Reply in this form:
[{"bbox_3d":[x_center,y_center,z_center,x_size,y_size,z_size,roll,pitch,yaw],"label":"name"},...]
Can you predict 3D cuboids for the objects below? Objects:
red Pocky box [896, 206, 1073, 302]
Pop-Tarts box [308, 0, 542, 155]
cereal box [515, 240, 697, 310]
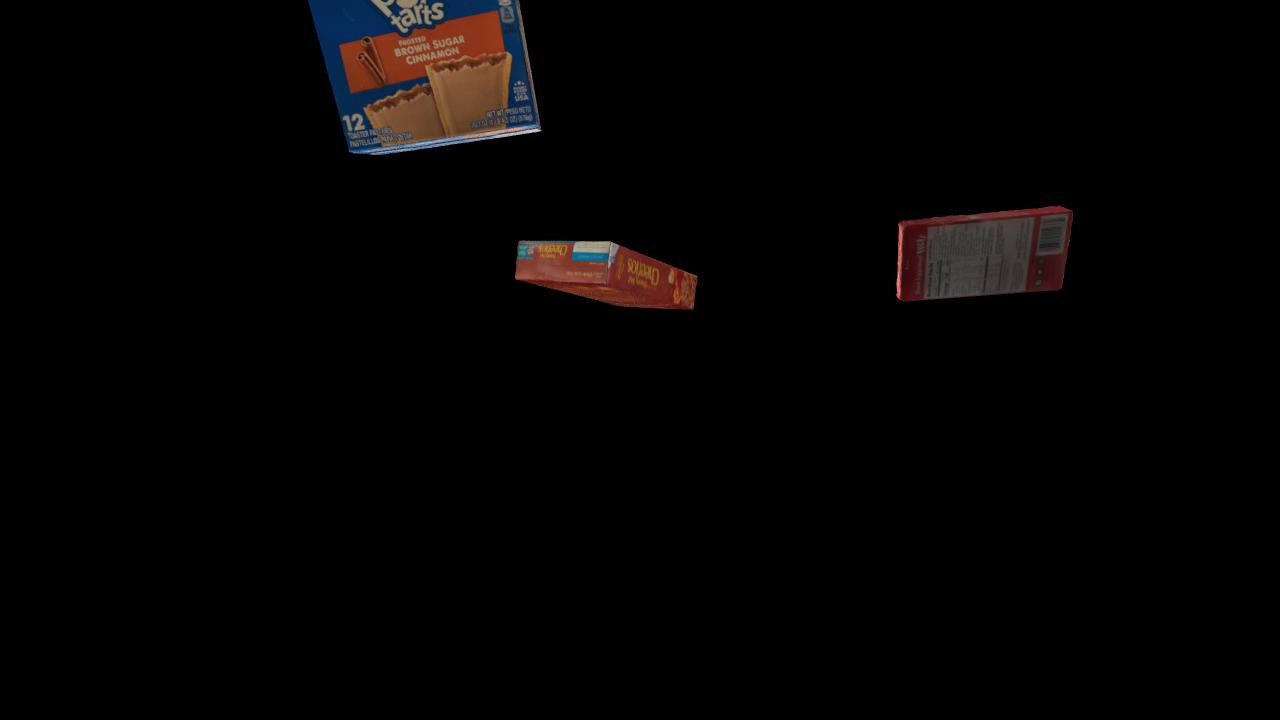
[{"bbox_3d":[0.343,-0.107,0.623,0.155,0.083,0.028,-3,25,10],"label":"red Pocky box"},{"bbox_3d":[-0.185,-0.269,0.553,0.167,0.141,0.083,-10,17,-5],"label":"Pop-Tarts box"},{"bbox_3d":[-0.052,-0.154,1.140,0.203,0.081,0.306,7,-1,33],"label":"cereal box"}]
